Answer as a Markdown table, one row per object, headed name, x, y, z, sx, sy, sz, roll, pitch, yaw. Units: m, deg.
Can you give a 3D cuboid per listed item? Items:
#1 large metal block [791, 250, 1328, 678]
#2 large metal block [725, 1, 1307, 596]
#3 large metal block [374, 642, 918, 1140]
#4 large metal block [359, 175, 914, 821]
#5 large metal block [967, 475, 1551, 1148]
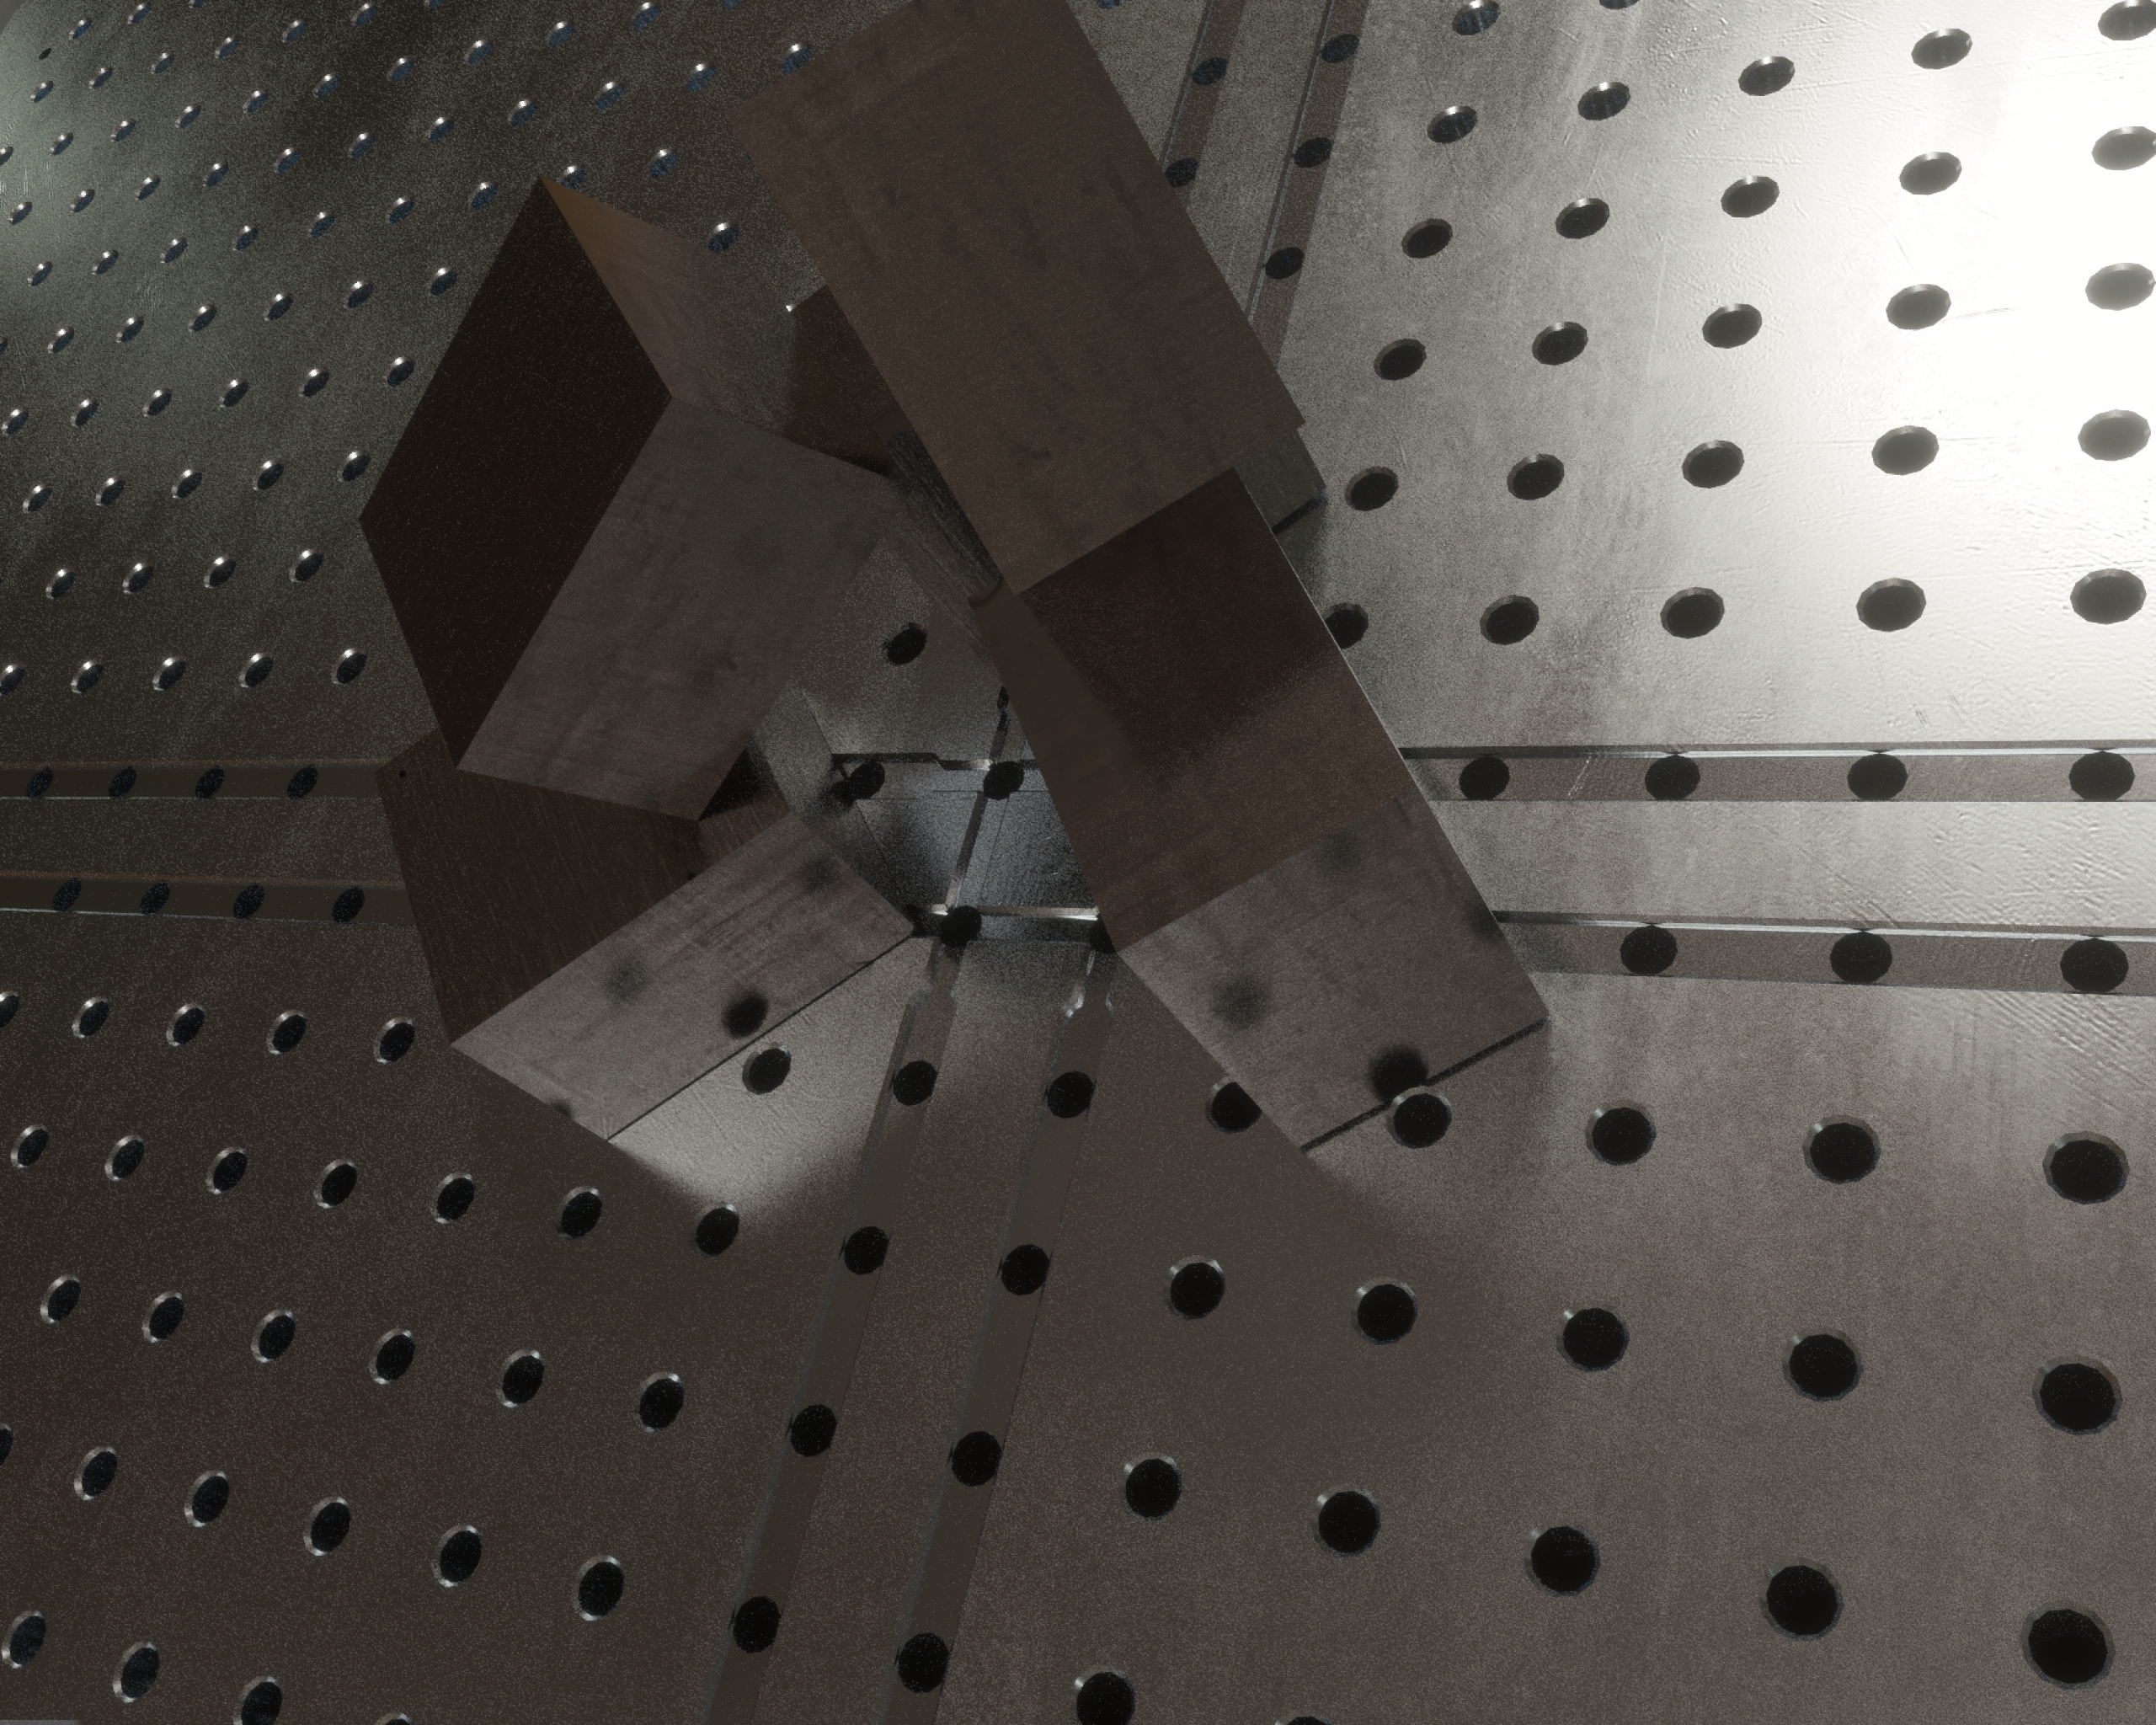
| name | x | y | z | sx | sy | sz | roll | pitch | yaw |
| --- | --- | --- | --- | --- | --- | --- | --- | --- | --- |
| large metal block | -0.007 | -0.091 | 0.429 | 0.080 | 0.080 | 0.050 | -36 | 52 | 4 |
| large metal block | -0.010 | -0.092 | 0.343 | 0.050 | 0.080 | 0.080 | -31 | 9 | 3 |
| large metal block | -0.092 | -0.003 | 0.440 | 0.080 | 0.050 | 0.080 | -34 | 52 | 5 |
| large metal block | -0.086 | -0.068 | 0.393 | 0.080 | 0.050 | 0.080 | -53 | 47 | 23 |
| large metal block | 0.032 | -0.009 | 0.359 | 0.050 | 0.080 | 0.080 | -30 | 52 | 9 |
